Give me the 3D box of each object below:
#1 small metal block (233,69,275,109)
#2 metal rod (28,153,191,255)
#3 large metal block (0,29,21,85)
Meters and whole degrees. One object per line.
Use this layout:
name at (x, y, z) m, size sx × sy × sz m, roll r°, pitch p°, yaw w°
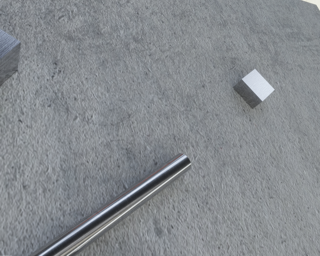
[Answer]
small metal block at (0.162, -0.068, 0.536) m, size 0.050 × 0.025 × 0.050 m, roll 49°, pitch 51°, yaw 6°
metal rod at (-0.074, 0.102, 0.302) m, size 0.302 × 0.025 × 0.025 m, roll -30°, pitch 79°, yaw -38°
large metal block at (-0.208, -0.074, 0.321) m, size 0.080 × 0.050 × 0.080 m, roll 33°, pitch 51°, yaw -8°
